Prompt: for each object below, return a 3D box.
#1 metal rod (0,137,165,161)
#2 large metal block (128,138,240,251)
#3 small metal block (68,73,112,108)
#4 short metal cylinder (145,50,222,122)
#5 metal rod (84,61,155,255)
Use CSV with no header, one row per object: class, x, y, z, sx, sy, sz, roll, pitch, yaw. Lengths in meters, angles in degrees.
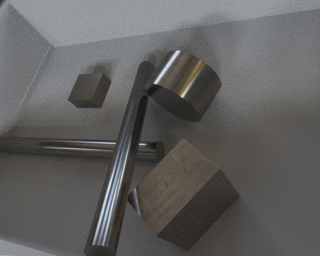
metal rod,-0.133,0.028,0.456,0.300,0.025,0.025,0,62,28
large metal block,0.026,0.069,0.313,0.080,0.080,0.050,-46,51,-4
small metal block,-0.113,-0.060,0.500,0.050,0.025,0.050,3,63,29
short metal cylinder,0.028,-0.050,0.385,0.080,0.080,0.050,24,75,36
metal rod,-0.033,0.003,0.356,0.025,0.025,0.300,-16,35,19
